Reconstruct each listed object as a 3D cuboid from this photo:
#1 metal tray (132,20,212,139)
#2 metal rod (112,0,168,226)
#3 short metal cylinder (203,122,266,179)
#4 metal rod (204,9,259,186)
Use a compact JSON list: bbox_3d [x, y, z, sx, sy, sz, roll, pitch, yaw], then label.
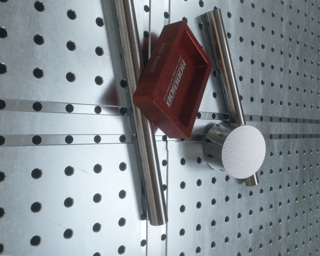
[{"bbox_3d":[0.022,-0.062,0.405,0.090,0.030,0.130,45,54,-40],"label":"metal tray"},{"bbox_3d":[-0.024,-0.022,0.390,0.025,0.025,0.298,-15,100,-39],"label":"metal rod"},{"bbox_3d":[0.114,0.033,0.478,0.081,0.050,0.079,-3,98,-24],"label":"short metal cylinder"},{"bbox_3d":[0.122,-0.042,0.513,0.025,0.025,0.298,-27,107,-37],"label":"metal rod"}]
